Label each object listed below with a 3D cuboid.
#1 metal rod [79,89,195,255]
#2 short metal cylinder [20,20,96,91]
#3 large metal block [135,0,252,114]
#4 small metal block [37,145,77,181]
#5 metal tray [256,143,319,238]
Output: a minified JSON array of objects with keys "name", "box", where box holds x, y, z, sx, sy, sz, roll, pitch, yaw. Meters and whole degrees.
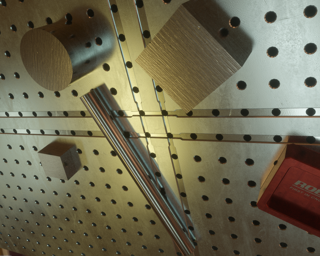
[{"name":"metal rod","box":[-0.027,0.076,0.470,0.025,0.025,0.299,-20,108,35]},{"name":"short metal cylinder","box":[-0.132,-0.094,0.404,0.080,0.050,0.079,13,124,20]},{"name":"large metal block","box":[0.035,-0.076,0.329,0.080,0.050,0.080,45,129,-4]},{"name":"small metal block","box":[-0.179,0.060,0.540,0.050,0.025,0.050,6,121,24]},{"name":"metal tray","box":[0.192,0.083,0.358,0.130,0.030,0.089,24,127,13]}]
